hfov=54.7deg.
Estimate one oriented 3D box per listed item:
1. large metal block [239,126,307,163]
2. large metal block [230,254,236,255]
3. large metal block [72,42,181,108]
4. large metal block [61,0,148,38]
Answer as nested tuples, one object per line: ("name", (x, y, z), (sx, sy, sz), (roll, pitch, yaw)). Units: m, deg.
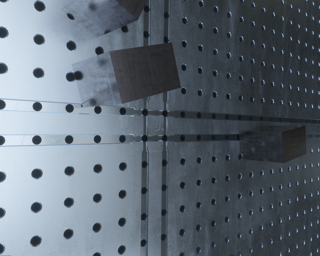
("large metal block", (0.197, 0.026, 0.542), (0.081, 0.080, 0.050), (-10, 97, -40))
("large metal block", (0.141, 0.272, 0.515), (0.080, 0.050, 0.080), (48, 61, -30))
("large metal block", (-0.038, -0.058, 0.343), (0.081, 0.080, 0.050), (-21, 103, -38))
("large metal block", (-0.050, -0.153, 0.332), (0.050, 0.080, 0.080), (34, 69, -35))
